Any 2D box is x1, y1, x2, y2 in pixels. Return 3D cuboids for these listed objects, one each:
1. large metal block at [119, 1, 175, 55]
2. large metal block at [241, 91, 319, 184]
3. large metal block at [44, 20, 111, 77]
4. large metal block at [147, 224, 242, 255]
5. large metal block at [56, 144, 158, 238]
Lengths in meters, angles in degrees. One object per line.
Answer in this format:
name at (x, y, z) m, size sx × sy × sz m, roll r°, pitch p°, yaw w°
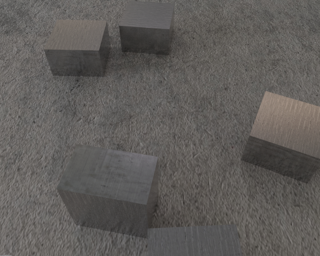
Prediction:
large metal block at (-0.020, -0.173, 0.532) m, size 0.080 × 0.050 × 0.080 m, roll 6°, pitch 50°, yaw 4°
large metal block at (0.154, 0.009, 0.380) m, size 0.080 × 0.050 × 0.080 m, roll 20°, pitch 53°, yaw 16°
large metal block at (-0.127, -0.128, 0.493) m, size 0.080 × 0.050 × 0.080 m, roll 2°, pitch 50°, yaw 1°
large metal block at (0.031, 0.135, 0.273) m, size 0.081 × 0.050 × 0.080 m, roll -2°, pitch 50°, yaw -2°
large metal block at (-0.046, 0.066, 0.312) m, size 0.080 × 0.080 × 0.050 m, roll 8°, pitch 51°, yaw 7°
